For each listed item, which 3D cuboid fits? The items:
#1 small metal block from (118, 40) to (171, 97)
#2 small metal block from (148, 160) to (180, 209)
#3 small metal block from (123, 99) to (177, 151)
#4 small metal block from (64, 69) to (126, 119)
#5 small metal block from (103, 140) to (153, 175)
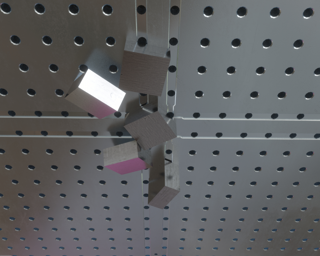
[{"bbox_3d":[-0.018,-0.067,0.354,0.050,0.025,0.050,9,130,-8],"label":"small metal block"},{"bbox_3d":[0.005,0.085,0.467,0.025,0.050,0.050,24,126,-19],"label":"small metal block"},{"bbox_3d":[-0.012,-0.003,0.409,0.050,0.025,0.050,-24,126,18],"label":"small metal block"},{"bbox_3d":[-0.077,-0.038,0.364,0.050,0.025,0.050,32,154,-25],"label":"small metal block"},{"bbox_3d":[-0.044,0.042,0.434,0.050,0.025,0.050,-16,154,16],"label":"small metal block"}]
